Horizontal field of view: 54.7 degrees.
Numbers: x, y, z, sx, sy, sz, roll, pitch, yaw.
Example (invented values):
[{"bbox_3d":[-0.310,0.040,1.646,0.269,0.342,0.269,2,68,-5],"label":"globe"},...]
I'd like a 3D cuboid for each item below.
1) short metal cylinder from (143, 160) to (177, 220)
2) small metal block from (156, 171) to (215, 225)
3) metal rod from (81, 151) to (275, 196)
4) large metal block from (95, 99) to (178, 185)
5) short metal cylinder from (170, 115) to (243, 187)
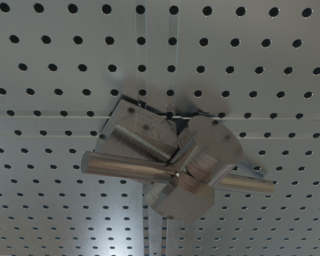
[{"bbox_3d":[0.023,0.082,0.441,0.080,0.080,0.050,24,126,-19],"label":"short metal cylinder"},{"bbox_3d":[0.031,0.086,0.377,0.050,0.025,0.050,28,125,-12],"label":"small metal block"},{"bbox_3d":[0.045,0.066,0.412,0.302,0.025,0.025,13,131,-31],"label":"metal rod"},{"bbox_3d":[-0.033,0.021,0.405,0.080,0.050,0.080,23,126,-19],"label":"large metal block"},{"bbox_3d":[0.058,0.030,0.397,0.080,0.080,0.050,22,127,-18],"label":"short metal cylinder"}]
